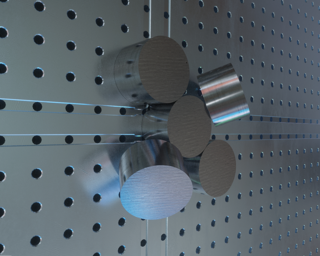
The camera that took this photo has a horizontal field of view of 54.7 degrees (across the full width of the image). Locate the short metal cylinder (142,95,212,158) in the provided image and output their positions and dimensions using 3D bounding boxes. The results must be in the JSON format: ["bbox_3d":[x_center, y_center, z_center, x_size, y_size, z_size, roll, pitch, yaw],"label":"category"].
[{"bbox_3d":[0.023,-0.002,0.414,0.081,0.050,0.079,0,90,-40],"label":"short metal cylinder"}]

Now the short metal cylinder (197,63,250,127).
[{"bbox_3d":[0.091,-0.047,0.445,0.080,0.050,0.080,-21,90,-78],"label":"short metal cylinder"}]

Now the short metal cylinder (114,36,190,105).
[{"bbox_3d":[-0.009,-0.069,0.386,0.081,0.050,0.079,0,90,-40],"label":"short metal cylinder"}]

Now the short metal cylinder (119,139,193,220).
[{"bbox_3d":[-0.007,0.060,0.362,0.081,0.050,0.079,-5,121,-7],"label":"short metal cylinder"}]

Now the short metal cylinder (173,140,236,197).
[{"bbox_3d":[0.065,0.056,0.450,0.081,0.050,0.079,0,90,-40],"label":"short metal cylinder"}]
